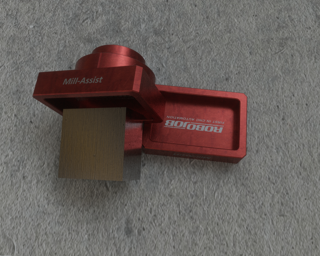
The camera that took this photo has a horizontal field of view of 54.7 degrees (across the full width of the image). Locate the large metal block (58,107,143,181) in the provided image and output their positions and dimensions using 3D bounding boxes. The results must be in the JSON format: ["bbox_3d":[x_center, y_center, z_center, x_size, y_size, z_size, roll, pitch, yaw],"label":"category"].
[{"bbox_3d":[-0.068,0.020,0.368,0.080,0.050,0.080,0,82,18],"label":"large metal block"}]

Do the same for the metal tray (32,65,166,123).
[{"bbox_3d":[-0.068,-0.035,0.369,0.130,0.090,0.030,0,70,19],"label":"metal tray"}]

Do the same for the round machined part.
[{"bbox_3d":[-0.054,-0.066,0.383,0.099,0.098,0.042,6,70,2],"label":"round machined part"}]

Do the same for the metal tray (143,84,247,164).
[{"bbox_3d":[0.046,-0.006,0.409,0.131,0.030,0.090,6,70,2],"label":"metal tray"}]

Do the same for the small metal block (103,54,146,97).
[{"bbox_3d":[-0.049,-0.074,0.436,0.050,0.025,0.050,6,70,2],"label":"small metal block"}]
